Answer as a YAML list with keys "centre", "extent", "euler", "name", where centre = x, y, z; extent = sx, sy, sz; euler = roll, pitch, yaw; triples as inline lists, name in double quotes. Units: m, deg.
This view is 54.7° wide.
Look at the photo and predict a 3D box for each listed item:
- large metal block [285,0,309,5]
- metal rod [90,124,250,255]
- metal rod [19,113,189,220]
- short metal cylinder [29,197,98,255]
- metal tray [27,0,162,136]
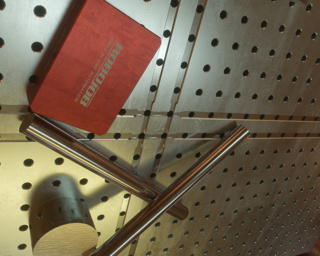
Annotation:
- centre: [0.144, -0.198, 0.351]
  extent: [0.081, 0.050, 0.079]
  euler: [10, 114, -33]
  name: "large metal block"
- centre: [0.018, 0.096, 0.451]
  extent: [0.301, 0.025, 0.025]
  euler: [-39, 130, -13]
  name: "metal rod"
- centre: [-0.052, 0.069, 0.425]
  extent: [0.025, 0.025, 0.301]
  euler: [-47, 129, 4]
  name: "metal rod"
- centre: [-0.128, 0.139, 0.411]
  extent: [0.081, 0.050, 0.079]
  euler: [-14, 124, -21]
  name: "short metal cylinder"
- centre: [-0.070, -0.063, 0.331]
  extent: [0.090, 0.030, 0.129]
  euler: [24, 105, -37]
  name: "metal tray"
